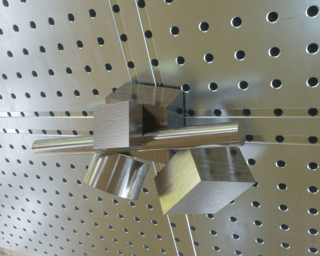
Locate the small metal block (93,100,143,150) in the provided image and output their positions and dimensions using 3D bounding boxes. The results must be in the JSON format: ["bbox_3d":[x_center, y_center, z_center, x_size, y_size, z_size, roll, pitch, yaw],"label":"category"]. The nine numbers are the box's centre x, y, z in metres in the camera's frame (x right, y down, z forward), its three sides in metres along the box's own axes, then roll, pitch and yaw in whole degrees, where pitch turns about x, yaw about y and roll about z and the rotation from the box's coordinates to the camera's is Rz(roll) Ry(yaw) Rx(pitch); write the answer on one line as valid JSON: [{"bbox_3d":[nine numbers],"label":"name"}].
[{"bbox_3d":[-0.048,-0.001,0.350,0.050,0.025,0.050,-6,81,31],"label":"small metal block"}]

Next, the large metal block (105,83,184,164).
[{"bbox_3d":[-0.017,-0.007,0.394,0.080,0.050,0.079,10,123,22],"label":"large metal block"}]

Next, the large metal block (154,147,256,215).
[{"bbox_3d":[0.051,0.063,0.375,0.081,0.050,0.080,8,137,-31],"label":"large metal block"}]

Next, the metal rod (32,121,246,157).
[{"bbox_3d":[-0.049,0.017,0.378,0.300,0.025,0.025,-5,116,31],"label":"metal rod"}]

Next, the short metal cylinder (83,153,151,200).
[{"bbox_3d":[-0.059,0.062,0.433,0.080,0.080,0.050,18,83,18],"label":"short metal cylinder"}]
